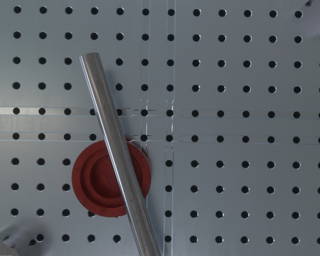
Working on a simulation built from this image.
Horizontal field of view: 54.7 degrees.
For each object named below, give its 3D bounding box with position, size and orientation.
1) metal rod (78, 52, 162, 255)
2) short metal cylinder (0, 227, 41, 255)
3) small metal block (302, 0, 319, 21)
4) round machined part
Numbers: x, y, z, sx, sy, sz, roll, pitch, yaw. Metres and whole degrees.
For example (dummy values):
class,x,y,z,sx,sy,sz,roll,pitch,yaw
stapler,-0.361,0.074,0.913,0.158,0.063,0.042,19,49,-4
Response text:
class,x,y,z,sx,sy,sz,roll,pitch,yaw
metal rod,-0.041,0.057,0.370,0.025,0.025,0.298,-17,90,0
short metal cylinder,-0.204,0.176,0.399,0.081,0.050,0.080,0,90,0
small metal block,0.223,-0.161,0.402,0.050,0.050,0.025,40,90,0
round machined part,-0.060,0.062,0.404,0.099,0.042,0.097,0,90,0
